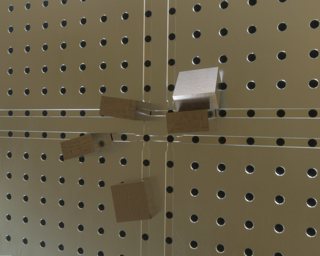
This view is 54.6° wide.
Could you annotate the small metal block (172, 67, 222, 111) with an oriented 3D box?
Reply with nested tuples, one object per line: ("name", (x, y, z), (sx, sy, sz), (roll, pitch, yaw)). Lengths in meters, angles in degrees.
("small metal block", (0.047, -0.048, 0.381), (0.050, 0.050, 0.025), (-4, 133, 20))

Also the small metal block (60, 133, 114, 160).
("small metal block", (-0.101, 0.025, 0.436), (0.050, 0.050, 0.025), (-16, 85, 19))

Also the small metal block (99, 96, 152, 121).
("small metal block", (-0.045, -0.026, 0.416), (0.050, 0.050, 0.025), (9, 93, 20))

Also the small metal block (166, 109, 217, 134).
("small metal block", (0.040, -0.009, 0.385), (0.050, 0.050, 0.025), (-4, 92, 20))

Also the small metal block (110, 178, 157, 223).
("small metal block", (-0.036, 0.099, 0.426), (0.050, 0.025, 0.050), (-12, 86, 19))
